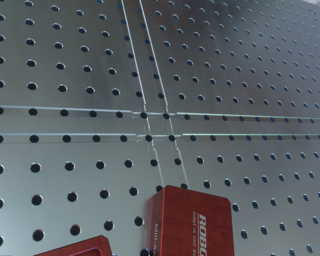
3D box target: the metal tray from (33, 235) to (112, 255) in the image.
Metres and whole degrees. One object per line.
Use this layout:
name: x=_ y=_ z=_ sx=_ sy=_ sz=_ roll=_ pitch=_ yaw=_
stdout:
metal tray: x=-0.098 y=0.154 z=0.258 sx=0.131 sy=0.030 sz=0.090 roll=-7 pitch=65 yaw=-31

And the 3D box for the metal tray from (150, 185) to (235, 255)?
metal tray: x=0.036 y=0.136 z=0.341 sx=0.091 sy=0.030 sz=0.130 roll=16 pitch=55 yaw=-19
